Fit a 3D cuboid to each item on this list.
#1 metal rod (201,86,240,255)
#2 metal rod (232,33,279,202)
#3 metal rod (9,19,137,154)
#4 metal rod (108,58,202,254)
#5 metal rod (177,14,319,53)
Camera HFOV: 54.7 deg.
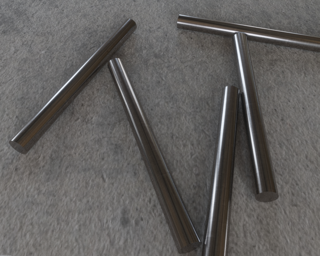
[{"bbox_3d":[0.071,0.060,0.353,0.025,0.025,0.300,10,51,7],"label":"metal rod"},{"bbox_3d":[0.127,-0.039,0.437,0.025,0.025,0.300,3,50,2],"label":"metal rod"},{"bbox_3d":[-0.114,-0.081,0.469,0.025,0.025,0.301,19,52,15],"label":"metal rod"},{"bbox_3d":[-0.020,0.009,0.394,0.025,0.025,0.299,-15,52,-13],"label":"metal rod"},{"bbox_3d":[0.179,-0.162,0.541,0.301,0.025,0.025,13,51,10],"label":"metal rod"}]
